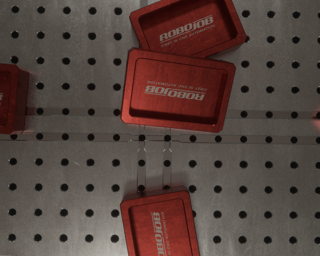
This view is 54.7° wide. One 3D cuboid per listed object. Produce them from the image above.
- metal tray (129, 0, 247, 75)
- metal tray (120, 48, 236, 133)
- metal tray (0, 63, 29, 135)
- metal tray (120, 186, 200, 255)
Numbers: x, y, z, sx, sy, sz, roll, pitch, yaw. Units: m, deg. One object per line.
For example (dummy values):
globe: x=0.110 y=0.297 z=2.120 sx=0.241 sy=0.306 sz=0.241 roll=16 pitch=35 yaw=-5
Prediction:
metal tray: x=0.036 y=-0.129 z=0.411 sx=0.131 sy=0.030 sz=0.090 roll=-22 pitch=90 yaw=-1
metal tray: x=0.021 y=-0.046 z=0.388 sx=0.131 sy=0.030 sz=0.089 roll=6 pitch=107 yaw=-10
metal tray: x=-0.248 y=-0.041 z=0.407 sx=0.131 sy=0.030 sz=0.089 roll=5 pitch=90 yaw=-1
metal tray: x=0.003 y=0.150 z=0.410 sx=0.091 sy=0.030 sz=0.129 roll=-10 pitch=90 yaw=-1
